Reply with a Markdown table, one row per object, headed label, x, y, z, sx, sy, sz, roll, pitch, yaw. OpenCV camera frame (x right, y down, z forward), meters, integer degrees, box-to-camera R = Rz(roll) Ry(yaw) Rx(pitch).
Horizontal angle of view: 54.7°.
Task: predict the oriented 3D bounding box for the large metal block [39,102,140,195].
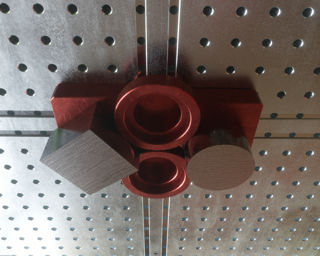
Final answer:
| label | x | y | z | sx | sy | sz | roll | pitch | yaw |
| --- | --- | --- | --- | --- | --- | --- | --- | --- | --- |
| large metal block | -0.081 | 0.028 | 0.378 | 0.080 | 0.050 | 0.080 | -30 | 124 | 23 |

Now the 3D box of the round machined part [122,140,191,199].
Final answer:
| label | x | y | z | sx | sy | sz | roll | pitch | yaw |
| --- | --- | --- | --- | --- | --- | --- | --- | --- | --- |
| round machined part | -0.004 | 0.052 | 0.433 | 0.099 | 0.042 | 0.097 | 0 | 130 | 0 |

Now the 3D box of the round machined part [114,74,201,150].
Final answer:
| label | x | y | z | sx | sy | sz | roll | pitch | yaw |
| --- | --- | --- | --- | --- | --- | --- | --- | --- | --- |
| round machined part | -0.003 | -0.022 | 0.369 | 0.099 | 0.042 | 0.097 | 0 | 130 | 0 |

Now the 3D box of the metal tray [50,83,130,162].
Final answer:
| label | x | y | z | sx | sy | sz | roll | pitch | yaw |
| --- | --- | --- | --- | --- | --- | --- | --- | --- | --- |
| metal tray | -0.083 | 0.004 | 0.410 | 0.091 | 0.030 | 0.129 | 0 | 130 | -2 |

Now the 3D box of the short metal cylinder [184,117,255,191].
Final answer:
| label | x | y | z | sx | sy | sz | roll | pitch | yaw |
| --- | --- | --- | --- | --- | --- | --- | --- | --- | --- |
| short metal cylinder | 0.071 | 0.032 | 0.383 | 0.081 | 0.050 | 0.079 | 0 | 130 | 0 |

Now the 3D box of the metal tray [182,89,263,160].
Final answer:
| label | x | y | z | sx | sy | sz | roll | pitch | yaw |
| --- | --- | --- | --- | --- | --- | --- | --- | --- | --- |
| metal tray | 0.076 | 0.010 | 0.415 | 0.091 | 0.030 | 0.129 | 0 | 130 | -1 |
